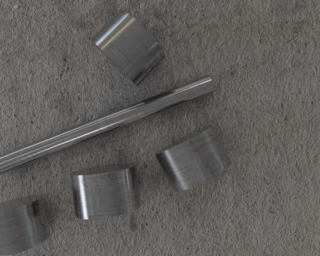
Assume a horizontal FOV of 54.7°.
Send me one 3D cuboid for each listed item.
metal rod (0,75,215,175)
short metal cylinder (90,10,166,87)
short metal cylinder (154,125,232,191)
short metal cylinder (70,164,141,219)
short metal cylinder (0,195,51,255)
[{"bbox_3d":[-0.073,-0.004,0.409,0.301,0.025,0.025,-21,90,0],"label":"metal rod"},{"bbox_3d":[-0.039,-0.097,0.382,0.080,0.080,0.050,45,90,0],"label":"short metal cylinder"},{"bbox_3d":[0.040,0.036,0.383,0.080,0.080,0.050,-27,90,0],"label":"short metal cylinder"},{"bbox_3d":[-0.066,0.075,0.382,0.080,0.080,0.050,-7,90,0],"label":"short metal cylinder"},{"bbox_3d":[-0.181,0.119,0.381,0.080,0.080,0.050,-11,90,0],"label":"short metal cylinder"}]
